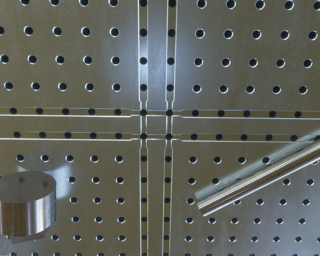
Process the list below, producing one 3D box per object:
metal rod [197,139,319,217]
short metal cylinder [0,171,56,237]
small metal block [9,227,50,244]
[{"bbox_3d":[0.189,0.046,0.432,0.300,0.025,0.025,-30,108,10],"label":"metal rod"},{"bbox_3d":[-0.183,0.100,0.419,0.081,0.080,0.050,6,110,-3],"label":"short metal cylinder"},{"bbox_3d":[-0.202,0.141,0.464,0.050,0.025,0.050,-13,110,4],"label":"small metal block"}]
